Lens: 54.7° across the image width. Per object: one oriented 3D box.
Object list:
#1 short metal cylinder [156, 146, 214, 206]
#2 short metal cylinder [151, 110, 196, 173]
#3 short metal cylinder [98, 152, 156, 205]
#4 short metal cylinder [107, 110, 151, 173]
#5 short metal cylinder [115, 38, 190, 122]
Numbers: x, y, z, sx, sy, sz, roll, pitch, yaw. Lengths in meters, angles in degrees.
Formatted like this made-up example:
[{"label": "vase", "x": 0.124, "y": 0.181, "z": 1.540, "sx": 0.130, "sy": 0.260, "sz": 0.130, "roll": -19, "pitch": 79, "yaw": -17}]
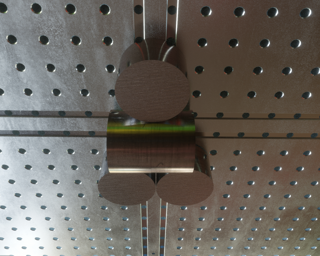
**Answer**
[{"label": "short metal cylinder", "x": 0.035, "y": 0.069, "z": 0.453, "sx": 0.081, "sy": 0.050, "sz": 0.079, "roll": 0, "pitch": 130, "yaw": 0}, {"label": "short metal cylinder", "x": 0.015, "y": 0.017, "z": 0.391, "sx": 0.050, "sy": 0.080, "sz": 0.079, "roll": 0, "pitch": 130, "yaw": -1}, {"label": "short metal cylinder", "x": -0.046, "y": 0.068, "z": 0.452, "sx": 0.081, "sy": 0.050, "sz": 0.079, "roll": 0, "pitch": 130, "yaw": 0}, {"label": "short metal cylinder", "x": -0.036, "y": 0.017, "z": 0.390, "sx": 0.050, "sy": 0.080, "sz": 0.079, "roll": 0, "pitch": 130, "yaw": -1}, {"label": "short metal cylinder", "x": -0.008, "y": -0.053, "z": 0.350, "sx": 0.081, "sy": 0.050, "sz": 0.079, "roll": 0, "pitch": 130, "yaw": 0}]
